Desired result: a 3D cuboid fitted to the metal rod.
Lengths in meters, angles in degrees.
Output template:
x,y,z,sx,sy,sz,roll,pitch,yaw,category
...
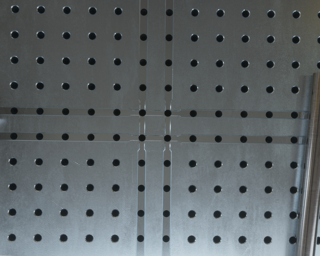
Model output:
x,y,z,sx,sy,sz,roll,pitch,yaw,category
0.204,0.076,0.416,0.025,0.025,0.298,6,90,-1,metal rod
